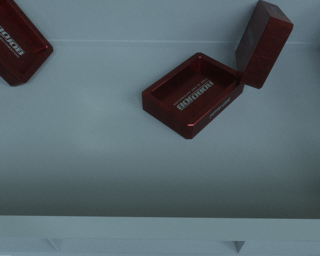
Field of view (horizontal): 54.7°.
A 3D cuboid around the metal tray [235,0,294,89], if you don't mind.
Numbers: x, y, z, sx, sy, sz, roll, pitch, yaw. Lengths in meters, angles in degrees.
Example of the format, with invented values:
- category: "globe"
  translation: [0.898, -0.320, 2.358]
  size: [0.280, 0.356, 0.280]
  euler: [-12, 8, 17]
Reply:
- category: "metal tray"
  translation: [0.141, -0.123, 0.440]
  size: [0.030, 0.089, 0.130]
  euler: [19, 33, -1]

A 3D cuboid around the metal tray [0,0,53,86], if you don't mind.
- category: "metal tray"
  translation: [-0.229, -0.137, 0.452]
  size: [0.030, 0.130, 0.090]
  euler: [-9, 43, 33]

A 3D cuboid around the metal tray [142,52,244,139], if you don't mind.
- category: "metal tray"
  translation: [0.049, -0.051, 0.444]
  size: [0.090, 0.030, 0.131]
  euler: [35, 58, 26]
